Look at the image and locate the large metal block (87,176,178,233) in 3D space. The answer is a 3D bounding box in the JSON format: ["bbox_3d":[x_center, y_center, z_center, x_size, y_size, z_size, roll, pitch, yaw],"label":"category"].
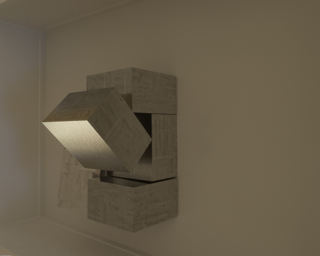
[{"bbox_3d":[-0.034,0.089,0.394,0.080,0.081,0.050,1,91,39],"label":"large metal block"}]

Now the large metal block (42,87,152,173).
[{"bbox_3d":[-0.070,0.004,0.351,0.080,0.080,0.050,-1,45,39],"label":"large metal block"}]

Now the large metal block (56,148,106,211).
[{"bbox_3d":[-0.107,0.063,0.444,0.050,0.080,0.079,9,98,-4],"label":"large metal block"}]

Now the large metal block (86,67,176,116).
[{"bbox_3d":[-0.036,-0.042,0.395,0.080,0.081,0.050,-1,89,39],"label":"large metal block"}]

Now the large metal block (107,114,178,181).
[{"bbox_3d":[-0.024,0.023,0.409,0.080,0.050,0.079,-1,90,39],"label":"large metal block"}]
